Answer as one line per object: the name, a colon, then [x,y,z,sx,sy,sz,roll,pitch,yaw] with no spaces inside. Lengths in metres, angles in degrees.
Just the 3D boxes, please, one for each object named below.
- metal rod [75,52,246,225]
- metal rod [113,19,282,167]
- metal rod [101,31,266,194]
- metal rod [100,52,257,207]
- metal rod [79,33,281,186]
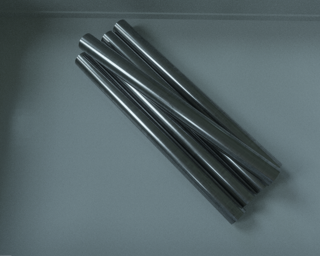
metal rod: [-0.009,0.004,0.407,0.025,0.025,0.300,-41,75,-14]
metal rod: [0.042,-0.049,0.426,0.025,0.025,0.300,-41,75,-14]
metal rod: [0.026,-0.030,0.419,0.025,0.025,0.300,-41,75,-14]
metal rod: [0.007,-0.015,0.414,0.025,0.025,0.300,-41,75,-14]
metal rod: [0.016,-0.030,0.392,0.300,0.025,0.025,37,74,12]
